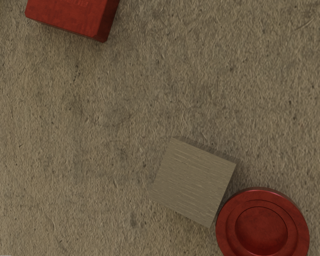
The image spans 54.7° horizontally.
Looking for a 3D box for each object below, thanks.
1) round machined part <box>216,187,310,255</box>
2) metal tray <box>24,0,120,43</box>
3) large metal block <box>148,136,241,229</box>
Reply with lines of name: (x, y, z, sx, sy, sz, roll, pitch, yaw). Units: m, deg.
round machined part: (0.117, 0.117, 0.359, 0.098, 0.042, 0.097, 0, 90, 19)
metal tray: (-0.126, -0.186, 0.449, 0.130, 0.030, 0.089, 21, 97, 18)
large metal block: (0.043, 0.062, 0.380, 0.080, 0.050, 0.080, 23, 97, 18)
